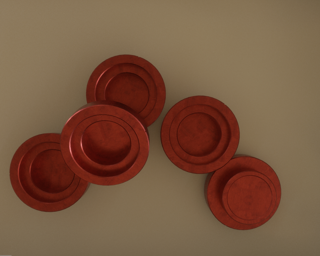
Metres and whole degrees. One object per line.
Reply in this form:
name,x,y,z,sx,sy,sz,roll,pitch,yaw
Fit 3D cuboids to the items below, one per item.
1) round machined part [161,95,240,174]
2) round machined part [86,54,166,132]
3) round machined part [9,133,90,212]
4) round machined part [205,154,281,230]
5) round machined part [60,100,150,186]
round machined part,0.050,0.008,0.404,0.099,0.042,0.097,0,90,-1
round machined part,-0.042,-0.042,0.402,0.099,0.042,0.097,0,90,-1
round machined part,-0.136,0.055,0.401,0.099,0.042,0.097,0,90,-1
round machined part,0.110,0.085,0.402,0.099,0.042,0.097,0,92,-3
round machined part,-0.061,0.014,0.362,0.099,0.042,0.097,0,109,-1
